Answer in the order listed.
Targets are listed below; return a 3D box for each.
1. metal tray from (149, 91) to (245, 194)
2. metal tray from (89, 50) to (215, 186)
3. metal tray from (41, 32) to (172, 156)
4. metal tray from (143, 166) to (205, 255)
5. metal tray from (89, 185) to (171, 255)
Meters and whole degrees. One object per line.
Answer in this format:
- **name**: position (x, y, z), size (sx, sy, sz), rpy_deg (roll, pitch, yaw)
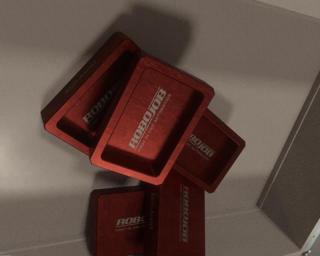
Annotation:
- **metal tray**: position (0.048, 0.021, 0.421), size (0.130, 0.030, 0.090), rpy_deg (37, 86, -29)
- **metal tray**: position (-0.011, -0.007, 0.342), size (0.091, 0.030, 0.129), rpy_deg (23, 106, -21)
- **metal tray**: position (-0.057, -0.031, 0.355), size (0.130, 0.030, 0.090), rpy_deg (-46, 130, 4)
- **metal tray**: position (0.023, 0.121, 0.440), size (0.091, 0.030, 0.130), rpy_deg (18, 65, -38)
- **metal tray**: position (-0.032, 0.131, 0.447), size (0.131, 0.030, 0.089), rpy_deg (1, 93, -29)
